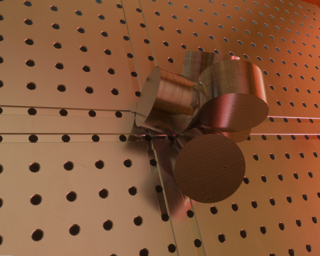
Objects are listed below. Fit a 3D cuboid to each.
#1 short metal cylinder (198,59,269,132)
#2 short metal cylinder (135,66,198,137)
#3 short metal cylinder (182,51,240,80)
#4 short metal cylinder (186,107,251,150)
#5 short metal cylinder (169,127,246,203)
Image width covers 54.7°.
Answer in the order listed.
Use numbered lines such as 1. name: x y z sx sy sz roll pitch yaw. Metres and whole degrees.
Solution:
1. short metal cylinder: 0.087 -0.037 0.376 0.081 0.080 0.050 16 55 -19
2. short metal cylinder: 0.007 -0.033 0.396 0.050 0.080 0.080 17 55 -18
3. short metal cylinder: 0.072 -0.081 0.452 0.081 0.080 0.050 2 101 -27
4. short metal cylinder: 0.079 -0.004 0.435 0.081 0.050 0.080 13 55 -20
5. short metal cylinder: 0.054 0.042 0.368 0.081 0.050 0.079 -1 98 -5
